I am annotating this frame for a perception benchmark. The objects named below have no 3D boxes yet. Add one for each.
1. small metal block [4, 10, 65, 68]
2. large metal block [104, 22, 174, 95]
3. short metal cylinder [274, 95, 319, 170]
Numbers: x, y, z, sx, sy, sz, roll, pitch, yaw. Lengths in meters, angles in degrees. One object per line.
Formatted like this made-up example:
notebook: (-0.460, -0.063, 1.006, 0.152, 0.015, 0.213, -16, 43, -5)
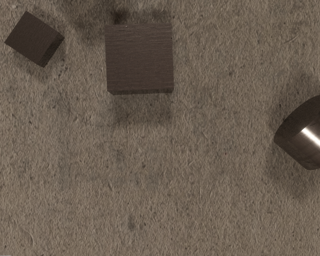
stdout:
small metal block: (-0.164, -0.116, 0.408, 0.050, 0.025, 0.050, 34, 90, -1)
large metal block: (-0.025, -0.086, 0.397, 0.081, 0.050, 0.079, -2, 90, -1)
short metal cylinder: (0.190, 0.005, 0.385, 0.050, 0.080, 0.080, 41, 90, -1)
